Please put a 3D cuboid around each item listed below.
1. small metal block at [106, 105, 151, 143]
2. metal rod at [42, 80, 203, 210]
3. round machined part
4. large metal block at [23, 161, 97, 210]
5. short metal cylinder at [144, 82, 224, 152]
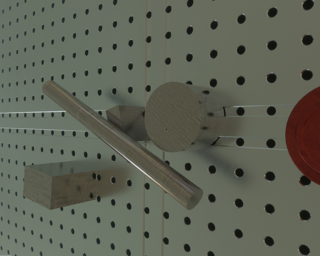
[{"bbox_3d":[-0.043,-0.003,0.426,0.025,0.050,0.050,-20,77,38],"label":"small metal block"},{"bbox_3d":[-0.068,0.005,0.397,0.300,0.025,0.025,33,110,35],"label":"metal rod"},{"bbox_3d":[0.158,0.007,0.267,0.098,0.042,0.097,0,90,39],"label":"round machined part"},{"bbox_3d":[-0.163,0.090,0.505,0.080,0.081,0.050,9,96,39],"label":"large metal block"},{"bbox_3d":[0.028,-0.012,0.368,0.080,0.050,0.079,0,90,39],"label":"short metal cylinder"}]
